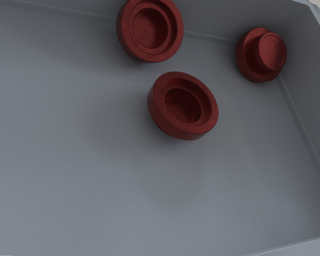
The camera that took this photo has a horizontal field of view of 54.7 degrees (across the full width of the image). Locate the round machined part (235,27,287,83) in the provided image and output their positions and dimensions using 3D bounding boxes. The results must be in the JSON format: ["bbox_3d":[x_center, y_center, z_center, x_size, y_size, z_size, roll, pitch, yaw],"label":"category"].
[{"bbox_3d":[0.186,-0.131,0.551,0.099,0.042,0.097,2,86,-27],"label":"round machined part"}]

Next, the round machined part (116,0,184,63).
[{"bbox_3d":[-0.018,-0.144,0.453,0.099,0.042,0.097,-4,98,-27],"label":"round machined part"}]

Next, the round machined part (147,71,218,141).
[{"bbox_3d":[0.027,-0.026,0.425,0.099,0.042,0.098,14,56,-21],"label":"round machined part"}]
